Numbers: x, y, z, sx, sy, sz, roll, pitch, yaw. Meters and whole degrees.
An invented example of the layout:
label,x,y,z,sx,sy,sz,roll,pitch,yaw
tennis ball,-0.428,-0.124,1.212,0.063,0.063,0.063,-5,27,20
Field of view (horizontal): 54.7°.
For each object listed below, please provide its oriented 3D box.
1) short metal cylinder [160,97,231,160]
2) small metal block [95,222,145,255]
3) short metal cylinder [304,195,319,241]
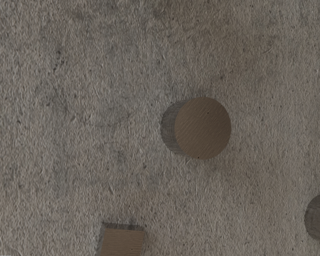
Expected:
label,x,y,z,sx,sy,sz,roll,pitch,yaw
short metal cylinder,0.047,0.000,0.414,0.081,0.050,0.079,0,90,-21
small metal block,-0.051,0.150,0.391,0.050,0.025,0.050,12,86,-20
short metal cylinder,0.286,0.152,0.504,0.081,0.050,0.079,0,90,-20
